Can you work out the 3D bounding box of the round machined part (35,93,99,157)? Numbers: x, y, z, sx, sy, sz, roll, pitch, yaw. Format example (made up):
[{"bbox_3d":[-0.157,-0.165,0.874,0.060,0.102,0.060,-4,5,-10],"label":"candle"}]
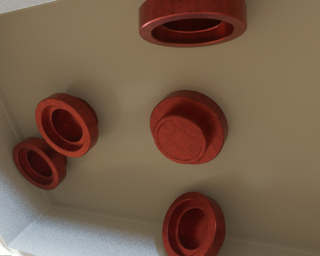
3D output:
[{"bbox_3d":[-0.133,-0.008,0.463,0.098,0.042,0.097,13,124,21],"label":"round machined part"}]

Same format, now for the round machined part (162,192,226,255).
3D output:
[{"bbox_3d":[0.052,0.143,0.435,0.042,0.098,0.098,28,138,-35],"label":"round machined part"}]

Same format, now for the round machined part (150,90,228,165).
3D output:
[{"bbox_3d":[0.031,0.006,0.385,0.098,0.042,0.097,13,124,21],"label":"round machined part"}]

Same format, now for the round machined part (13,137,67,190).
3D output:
[{"bbox_3d":[-0.203,0.057,0.540,0.098,0.042,0.097,13,124,21],"label":"round machined part"}]

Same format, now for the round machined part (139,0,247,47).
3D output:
[{"bbox_3d":[0.030,-0.109,0.287,0.098,0.098,0.042,-2,89,29],"label":"round machined part"}]
